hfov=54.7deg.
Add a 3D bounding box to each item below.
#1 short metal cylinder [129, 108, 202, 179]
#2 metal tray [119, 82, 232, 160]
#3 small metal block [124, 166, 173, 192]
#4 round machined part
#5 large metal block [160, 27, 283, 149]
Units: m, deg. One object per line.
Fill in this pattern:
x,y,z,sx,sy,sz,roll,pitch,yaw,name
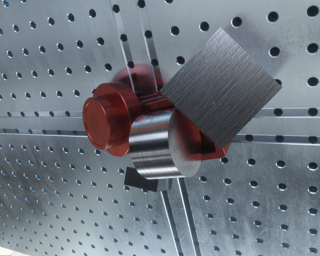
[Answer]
0.009,0.019,0.362,0.050,0.080,0.080,-10,114,31,short metal cylinder
0.014,0.001,0.398,0.130,0.030,0.090,-12,113,33,metal tray
-0.015,0.071,0.439,0.050,0.050,0.025,8,88,25,small metal block
-0.065,-0.009,0.400,0.098,0.042,0.097,21,119,46,round machined part
0.057,-0.038,0.311,0.080,0.050,0.080,43,92,-3,large metal block
